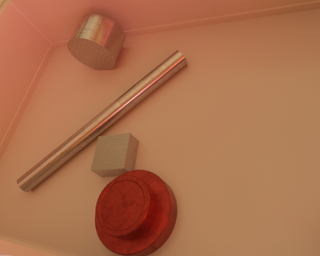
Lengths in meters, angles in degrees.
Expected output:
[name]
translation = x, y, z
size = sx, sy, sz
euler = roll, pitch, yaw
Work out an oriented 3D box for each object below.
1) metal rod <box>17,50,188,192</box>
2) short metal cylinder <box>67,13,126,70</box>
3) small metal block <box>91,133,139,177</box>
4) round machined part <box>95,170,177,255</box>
[metal rod]
translation = -0.084, -0.009, 0.453
size = 0.300, 0.025, 0.025
euler = -39, 51, 1
[short metal cylinder]
translation = -0.103, -0.139, 0.508
size = 0.080, 0.080, 0.050
euler = 4, 64, 30
[small metal block]
translation = -0.059, 0.037, 0.413
size = 0.050, 0.025, 0.050
euler = -7, 59, 24
[round machined part]
translation = -0.034, 0.093, 0.354
size = 0.098, 0.042, 0.098
euler = -13, 56, 20
